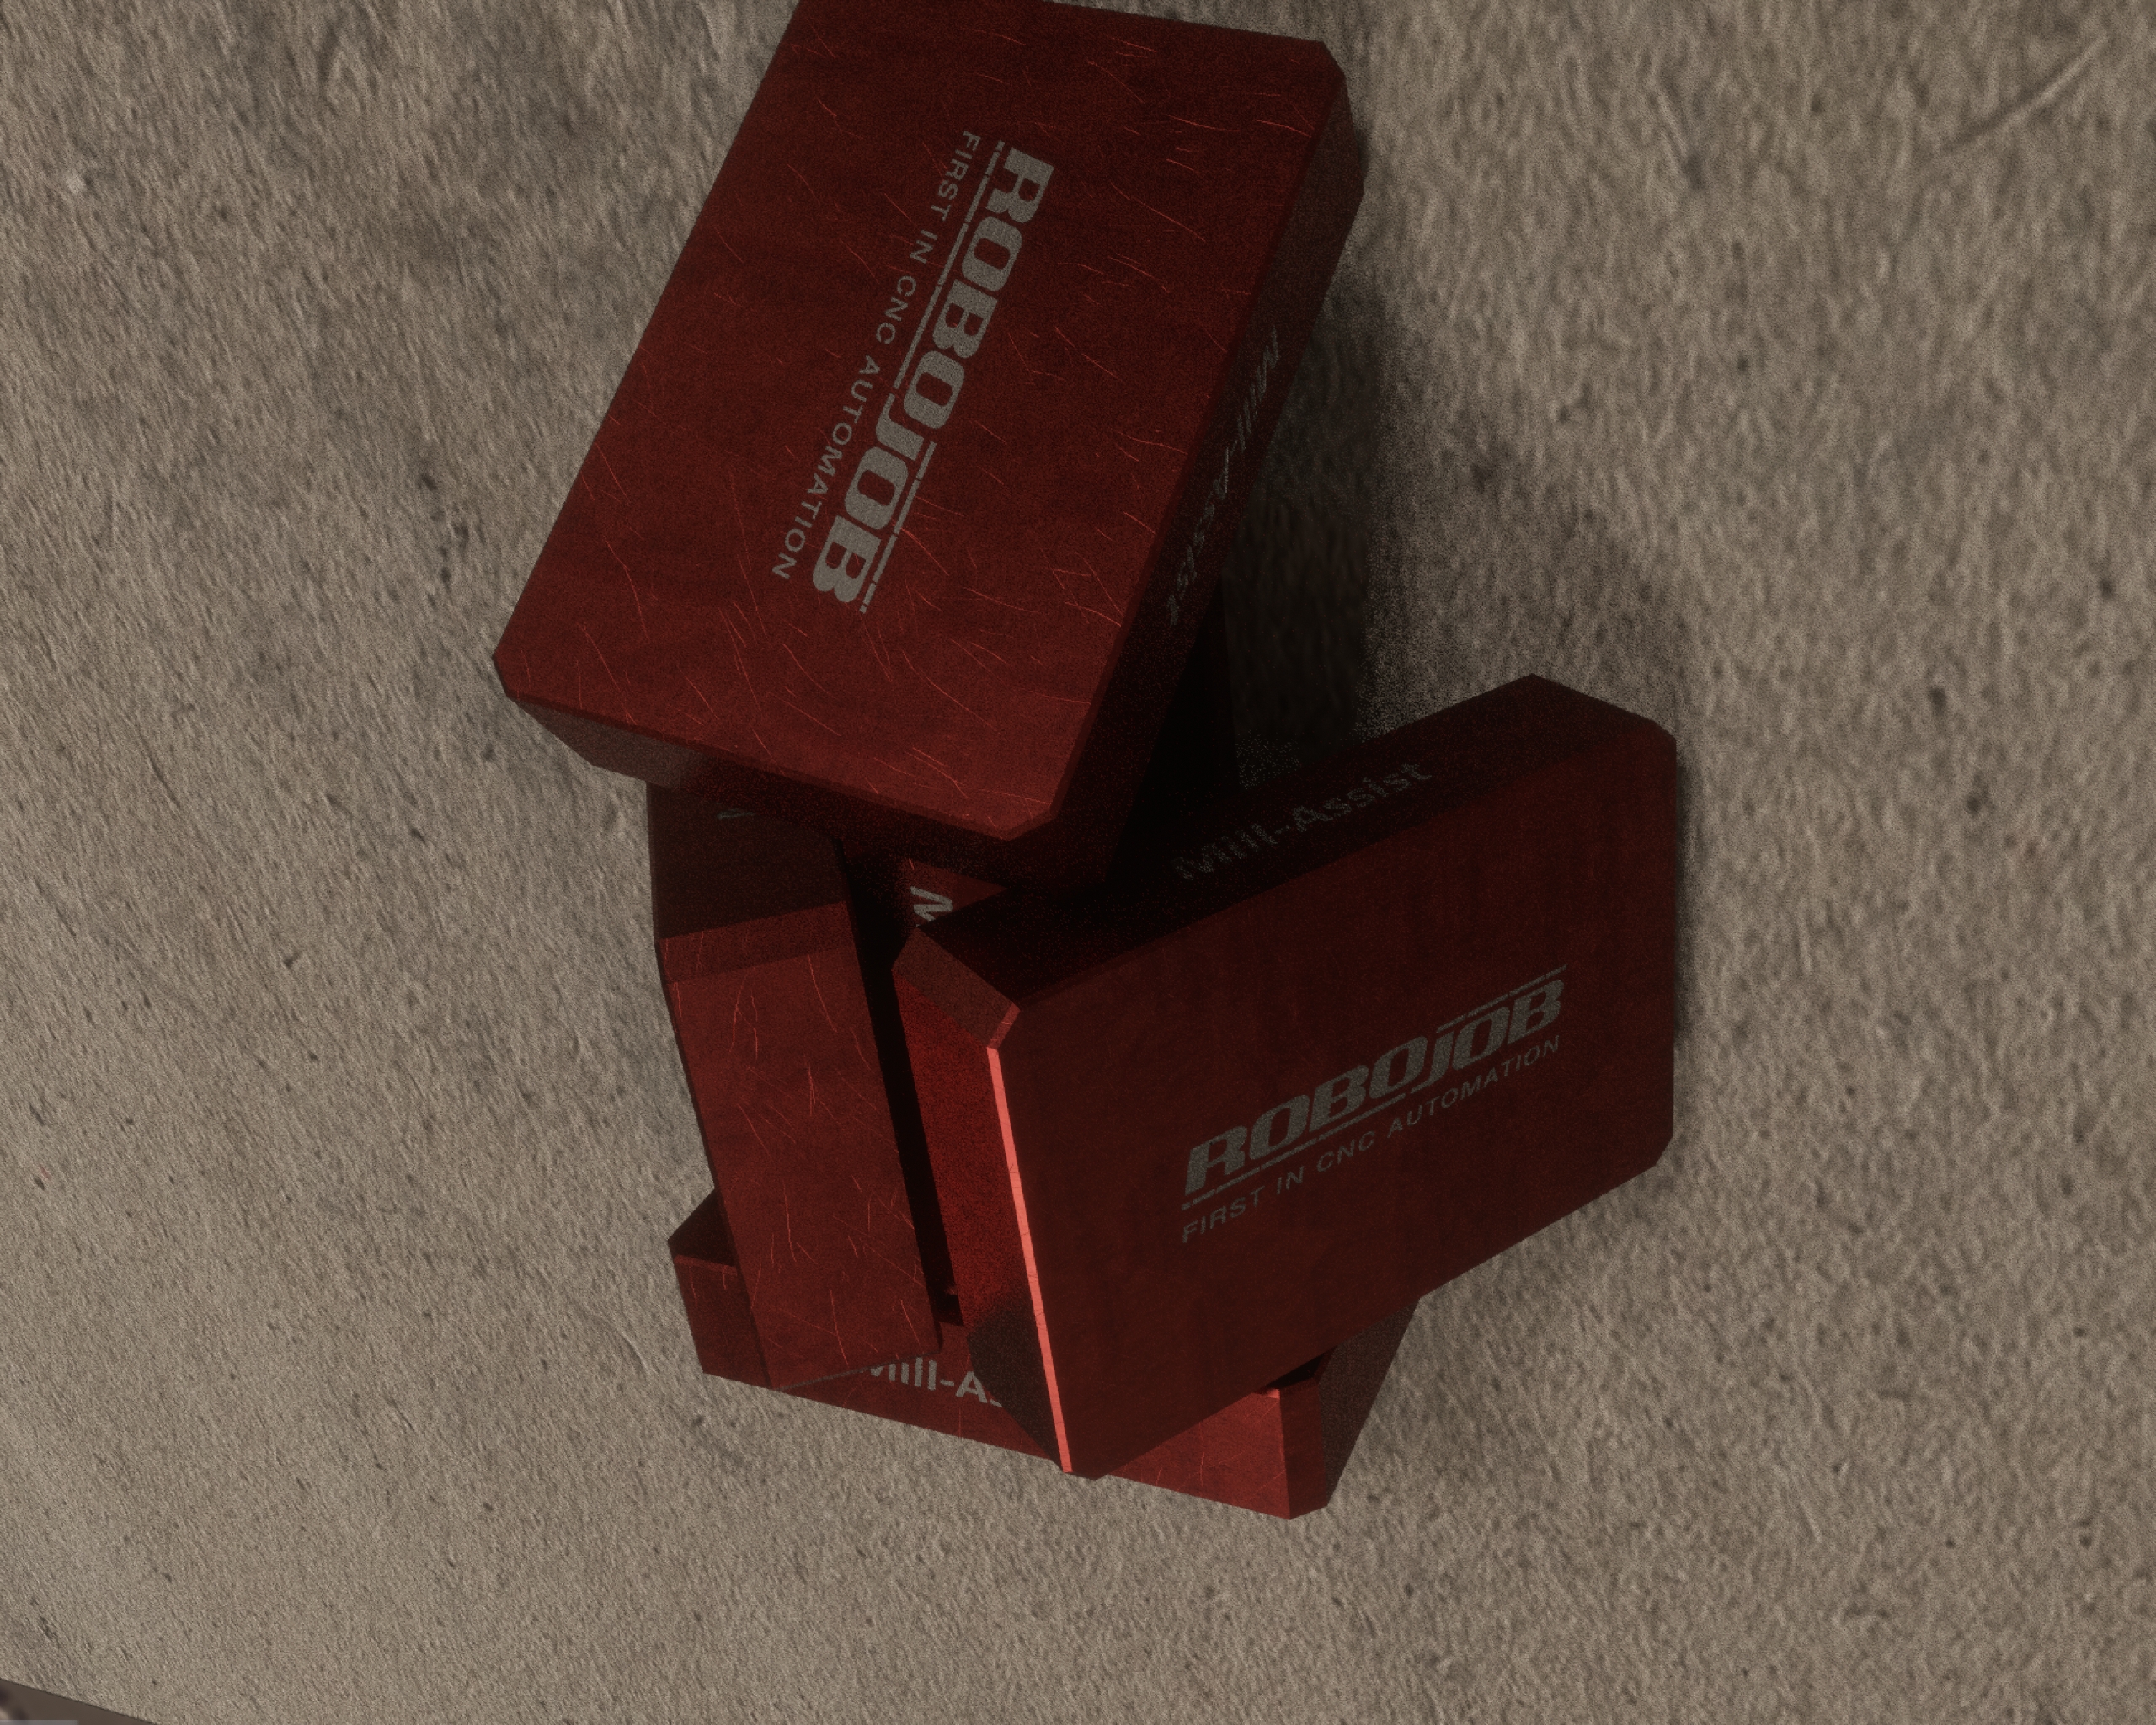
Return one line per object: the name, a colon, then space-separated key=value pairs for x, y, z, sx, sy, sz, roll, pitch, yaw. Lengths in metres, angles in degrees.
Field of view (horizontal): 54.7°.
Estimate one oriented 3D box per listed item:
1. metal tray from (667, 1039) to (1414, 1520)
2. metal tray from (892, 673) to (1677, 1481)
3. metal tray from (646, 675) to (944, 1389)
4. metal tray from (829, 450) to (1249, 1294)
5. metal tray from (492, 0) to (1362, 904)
metal tray: x=-0.001 y=0.072 z=0.410 sx=0.130 sy=0.090 sz=0.030 roll=7 pitch=121 yaw=24
metal tray: x=0.040 y=0.032 z=0.341 sx=0.030 sy=0.131 sz=0.089 roll=33 pitch=138 yaw=51
metal tray: x=-0.055 y=0.021 z=0.386 sx=0.030 sy=0.130 sz=0.089 roll=-12 pitch=118 yaw=-7
metal tray: x=-0.001 y=0.003 z=0.367 sx=0.030 sy=0.090 sz=0.129 roll=7 pitch=122 yaw=24
metal tray: x=-0.020 y=-0.068 z=0.316 sx=0.090 sy=0.130 sz=0.030 roll=16 pitch=166 yaw=18
